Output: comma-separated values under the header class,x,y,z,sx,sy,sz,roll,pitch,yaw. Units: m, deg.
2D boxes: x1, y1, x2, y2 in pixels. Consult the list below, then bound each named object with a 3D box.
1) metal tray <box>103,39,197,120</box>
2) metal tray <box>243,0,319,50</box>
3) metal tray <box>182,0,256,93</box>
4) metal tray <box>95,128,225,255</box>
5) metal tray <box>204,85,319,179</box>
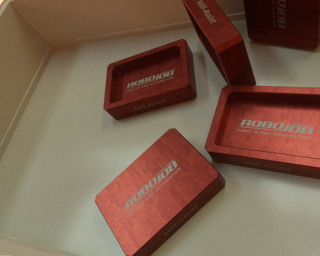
class,x,y,z,sx,sy,sz,roll,pitch,yaw
metal tray,-0.016,-0.070,0.452,0.130,0.030,0.090,-14,56,19
metal tray,0.143,-0.157,0.357,0.090,0.130,0.030,22,64,35
metal tray,0.072,-0.115,0.395,0.030,0.090,0.130,-28,52,10
metal tray,-0.002,0.073,0.358,0.130,0.030,0.090,-42,51,-2
metal tray,0.124,0.000,0.337,0.130,0.030,0.090,7,65,30
